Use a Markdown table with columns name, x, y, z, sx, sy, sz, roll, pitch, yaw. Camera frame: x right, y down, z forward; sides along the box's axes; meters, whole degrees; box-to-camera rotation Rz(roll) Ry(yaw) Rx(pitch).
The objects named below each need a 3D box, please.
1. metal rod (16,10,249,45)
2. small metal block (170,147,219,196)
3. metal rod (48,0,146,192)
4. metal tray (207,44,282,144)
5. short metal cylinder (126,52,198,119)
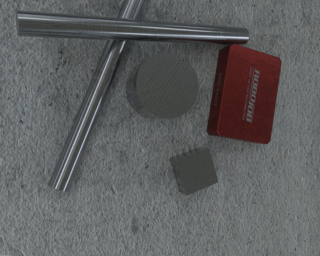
| name | x | y | z | sx | sy | sz | roll | pitch | yaw |
| --- | --- | --- | --- | --- | --- | --- | --- | --- | --- |
| metal rod | -0.010 | -0.119 | 0.382 | 0.303 | 0.025 | 0.025 | -6 | 93 | -29 |
| small metal block | 0.047 | 0.058 | 0.426 | 0.050 | 0.025 | 0.050 | -18 | 96 | -19 |
| metal rod | -0.068 | -0.068 | 0.383 | 0.025 | 0.025 | 0.299 | 23 | 82 | -19 |
| metal tray | 0.124 | -0.047 | 0.452 | 0.091 | 0.030 | 0.129 | 10 | 87 | -20 |
| short metal cylinder | 0.002 | -0.051 | 0.396 | 0.081 | 0.050 | 0.079 | 0 | 90 | -20 |
